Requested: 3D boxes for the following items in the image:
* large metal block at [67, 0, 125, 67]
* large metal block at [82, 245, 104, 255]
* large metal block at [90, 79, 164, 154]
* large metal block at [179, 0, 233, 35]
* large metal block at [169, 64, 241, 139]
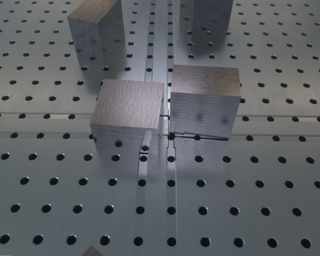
[{"bbox_3d":[-0.100,-0.161,0.507,0.050,0.080,0.080,16,52,13],"label":"large metal block"},{"bbox_3d":[-0.053,0.162,0.255,0.080,0.050,0.080,30,56,23],"label":"large metal block"},{"bbox_3d":[-0.038,-0.017,0.405,0.080,0.050,0.080,4,50,4],"label":"large metal block"},{"bbox_3d":[0.084,-0.227,0.563,0.081,0.080,0.050,-20,53,-16],"label":"large metal block"},{"bbox_3d":[0.055,-0.032,0.399,0.080,0.080,0.050,4,50,3],"label":"large metal block"}]
